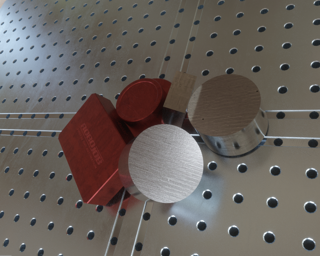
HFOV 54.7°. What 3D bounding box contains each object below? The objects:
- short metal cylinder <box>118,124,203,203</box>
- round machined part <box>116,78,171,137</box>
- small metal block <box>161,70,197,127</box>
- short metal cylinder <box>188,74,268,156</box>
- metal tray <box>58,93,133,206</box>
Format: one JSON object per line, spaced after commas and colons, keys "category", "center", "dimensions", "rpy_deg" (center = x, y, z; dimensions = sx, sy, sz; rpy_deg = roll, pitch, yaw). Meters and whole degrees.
{"category": "short metal cylinder", "center": [-0.001, 0.040, 0.336], "dimensions": [0.080, 0.080, 0.050], "rpy_deg": [-67, 12, -19]}
{"category": "round machined part", "center": [-0.020, -0.029, 0.420], "dimensions": [0.098, 0.042, 0.098], "rpy_deg": [-13, 56, 21]}
{"category": "small metal block", "center": [0.022, -0.032, 0.372], "dimensions": [0.025, 0.050, 0.050], "rpy_deg": [18, 67, 5]}
{"category": "short metal cylinder", "center": [0.078, -0.015, 0.355], "dimensions": [0.080, 0.050, 0.080], "rpy_deg": [-13, 56, 21]}
{"category": "metal tray", "center": [-0.082, 0.025, 0.413], "dimensions": [0.090, 0.030, 0.130], "rpy_deg": [-48, 50, 14]}
